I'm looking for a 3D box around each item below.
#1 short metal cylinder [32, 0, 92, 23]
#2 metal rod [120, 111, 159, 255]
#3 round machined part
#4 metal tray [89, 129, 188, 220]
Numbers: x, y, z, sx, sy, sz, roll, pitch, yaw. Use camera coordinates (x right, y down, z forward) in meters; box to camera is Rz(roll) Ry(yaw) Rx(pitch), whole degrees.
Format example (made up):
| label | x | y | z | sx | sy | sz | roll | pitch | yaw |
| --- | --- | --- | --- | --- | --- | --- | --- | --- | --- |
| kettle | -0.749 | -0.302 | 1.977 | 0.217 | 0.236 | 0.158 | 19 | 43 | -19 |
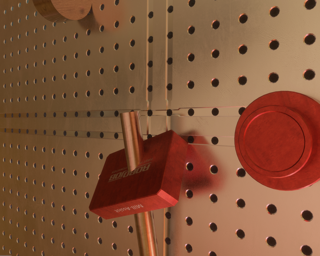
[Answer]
| label | x | y | z | sx | sy | sz | roll | pitch | yaw |
| --- | --- | --- | --- | --- | --- | --- | --- | --- | --- |
| short metal cylinder | -0.159 | -0.216 | 0.505 | 0.050 | 0.081 | 0.079 | 9 | 96 | 40 |
| metal rod | -0.019 | 0.127 | 0.401 | 0.025 | 0.025 | 0.298 | -5 | 94 | 40 |
| round machined part | 0.117 | 0.012 | 0.302 | 0.098 | 0.042 | 0.097 | 0 | 90 | 40 |
| metal tray | -0.029 | 0.062 | 0.399 | 0.130 | 0.030 | 0.090 | -23 | 39 | 37 |
